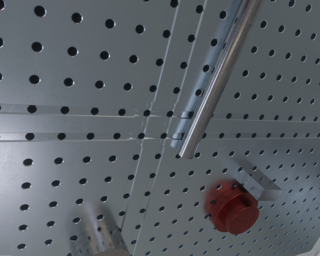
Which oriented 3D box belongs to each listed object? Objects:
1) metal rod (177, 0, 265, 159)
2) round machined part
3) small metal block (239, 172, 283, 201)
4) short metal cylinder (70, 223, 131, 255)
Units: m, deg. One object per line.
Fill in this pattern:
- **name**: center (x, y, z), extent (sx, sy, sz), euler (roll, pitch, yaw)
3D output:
- **metal rod**: center (0.088, -0.091, 0.403), extent (0.025, 0.025, 0.298), euler (8, 114, -32)
- **round machined part**: center (0.144, 0.159, 0.578), extent (0.099, 0.042, 0.097), euler (-14, 124, -21)
- **small metal block**: center (0.183, 0.106, 0.561), extent (0.050, 0.050, 0.025), euler (10, 113, -33)
- **short metal cylinder**: center (-0.089, 0.191, 0.465), extent (0.081, 0.050, 0.079), euler (-14, 124, -21)
